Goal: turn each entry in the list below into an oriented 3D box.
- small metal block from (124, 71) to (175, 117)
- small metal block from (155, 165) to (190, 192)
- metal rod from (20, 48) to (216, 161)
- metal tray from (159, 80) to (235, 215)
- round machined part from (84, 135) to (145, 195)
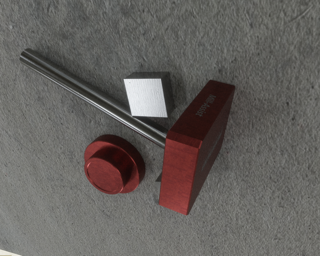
[{"bbox_3d":[-0.012,-0.042,0.386,0.050,0.025,0.050,4,120,26],"label":"small metal block"},{"bbox_3d":[0.029,0.068,0.416,0.050,0.050,0.025,-3,118,29],"label":"small metal block"},{"bbox_3d":[-0.062,-0.027,0.418,0.301,0.025,0.025,31,128,9],"label":"metal rod"},{"bbox_3d":[0.042,0.015,0.325,0.030,0.131,0.089,18,125,18],"label":"metal tray"},{"bbox_3d":[-0.075,0.062,0.472,0.098,0.042,0.097,13,124,20],"label":"round machined part"}]
